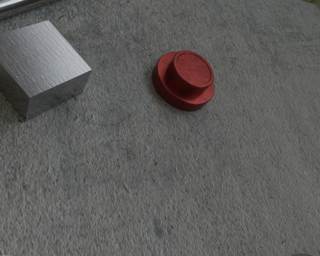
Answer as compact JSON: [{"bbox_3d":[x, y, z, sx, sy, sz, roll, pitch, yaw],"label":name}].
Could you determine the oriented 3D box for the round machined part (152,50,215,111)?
[{"bbox_3d":[0.041,-0.077,0.464,0.099,0.042,0.098,14,56,-21],"label":"round machined part"}]

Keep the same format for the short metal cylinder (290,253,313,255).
[{"bbox_3d":[0.160,0.189,0.342,0.050,0.080,0.080,-18,72,-35],"label":"short metal cylinder"}]

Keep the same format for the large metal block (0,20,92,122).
[{"bbox_3d":[-0.140,-0.067,0.353,0.080,0.050,0.081,49,51,6],"label":"large metal block"}]

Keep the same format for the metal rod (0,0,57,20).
[{"bbox_3d":[-0.167,-0.181,0.424,0.025,0.025,0.302,45,51,2],"label":"metal rod"}]
